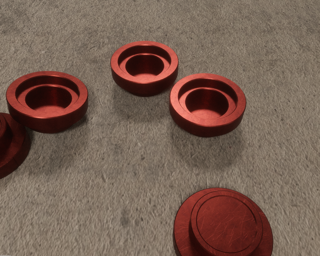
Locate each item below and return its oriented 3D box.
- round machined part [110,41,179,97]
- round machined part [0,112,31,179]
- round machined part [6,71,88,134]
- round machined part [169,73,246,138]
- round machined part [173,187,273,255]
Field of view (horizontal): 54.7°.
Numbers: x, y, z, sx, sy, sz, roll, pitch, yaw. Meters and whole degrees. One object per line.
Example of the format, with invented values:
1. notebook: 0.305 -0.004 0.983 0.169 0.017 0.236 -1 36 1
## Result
1. round machined part: -0.022 -0.084 0.463 0.099 0.042 0.098 0 50 0
2. round machined part: -0.215 0.016 0.376 0.099 0.042 0.098 0 50 0
3. round machined part: -0.145 -0.030 0.408 0.099 0.042 0.098 7 42 -7
4. round machined part: 0.062 -0.026 0.415 0.099 0.042 0.098 0 50 0
5. round machined part: 0.062 0.102 0.307 0.099 0.042 0.098 0 50 0
